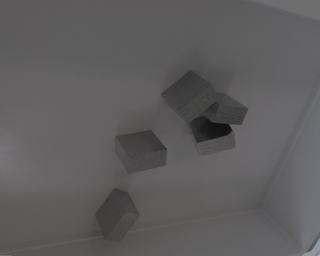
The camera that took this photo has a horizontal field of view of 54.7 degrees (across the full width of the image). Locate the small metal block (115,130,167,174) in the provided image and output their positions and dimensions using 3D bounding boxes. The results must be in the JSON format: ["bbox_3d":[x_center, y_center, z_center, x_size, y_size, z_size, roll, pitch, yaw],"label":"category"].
[{"bbox_3d":[-0.025,0.029,0.397,0.050,0.050,0.025,-10,123,-23],"label":"small metal block"}]

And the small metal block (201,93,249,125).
[{"bbox_3d":[0.081,-0.028,0.419,0.050,0.050,0.025,4,116,-31],"label":"small metal block"}]

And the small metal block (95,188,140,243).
[{"bbox_3d":[-0.061,0.122,0.435,0.025,0.050,0.050,29,102,-38],"label":"small metal block"}]

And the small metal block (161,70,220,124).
[{"bbox_3d":[0.037,-0.040,0.388,0.050,0.050,0.025,-40,129,-1],"label":"small metal block"}]

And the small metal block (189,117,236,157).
[{"bbox_3d":[0.071,0.009,0.429,0.050,0.050,0.025,-14,126,-1],"label":"small metal block"}]
